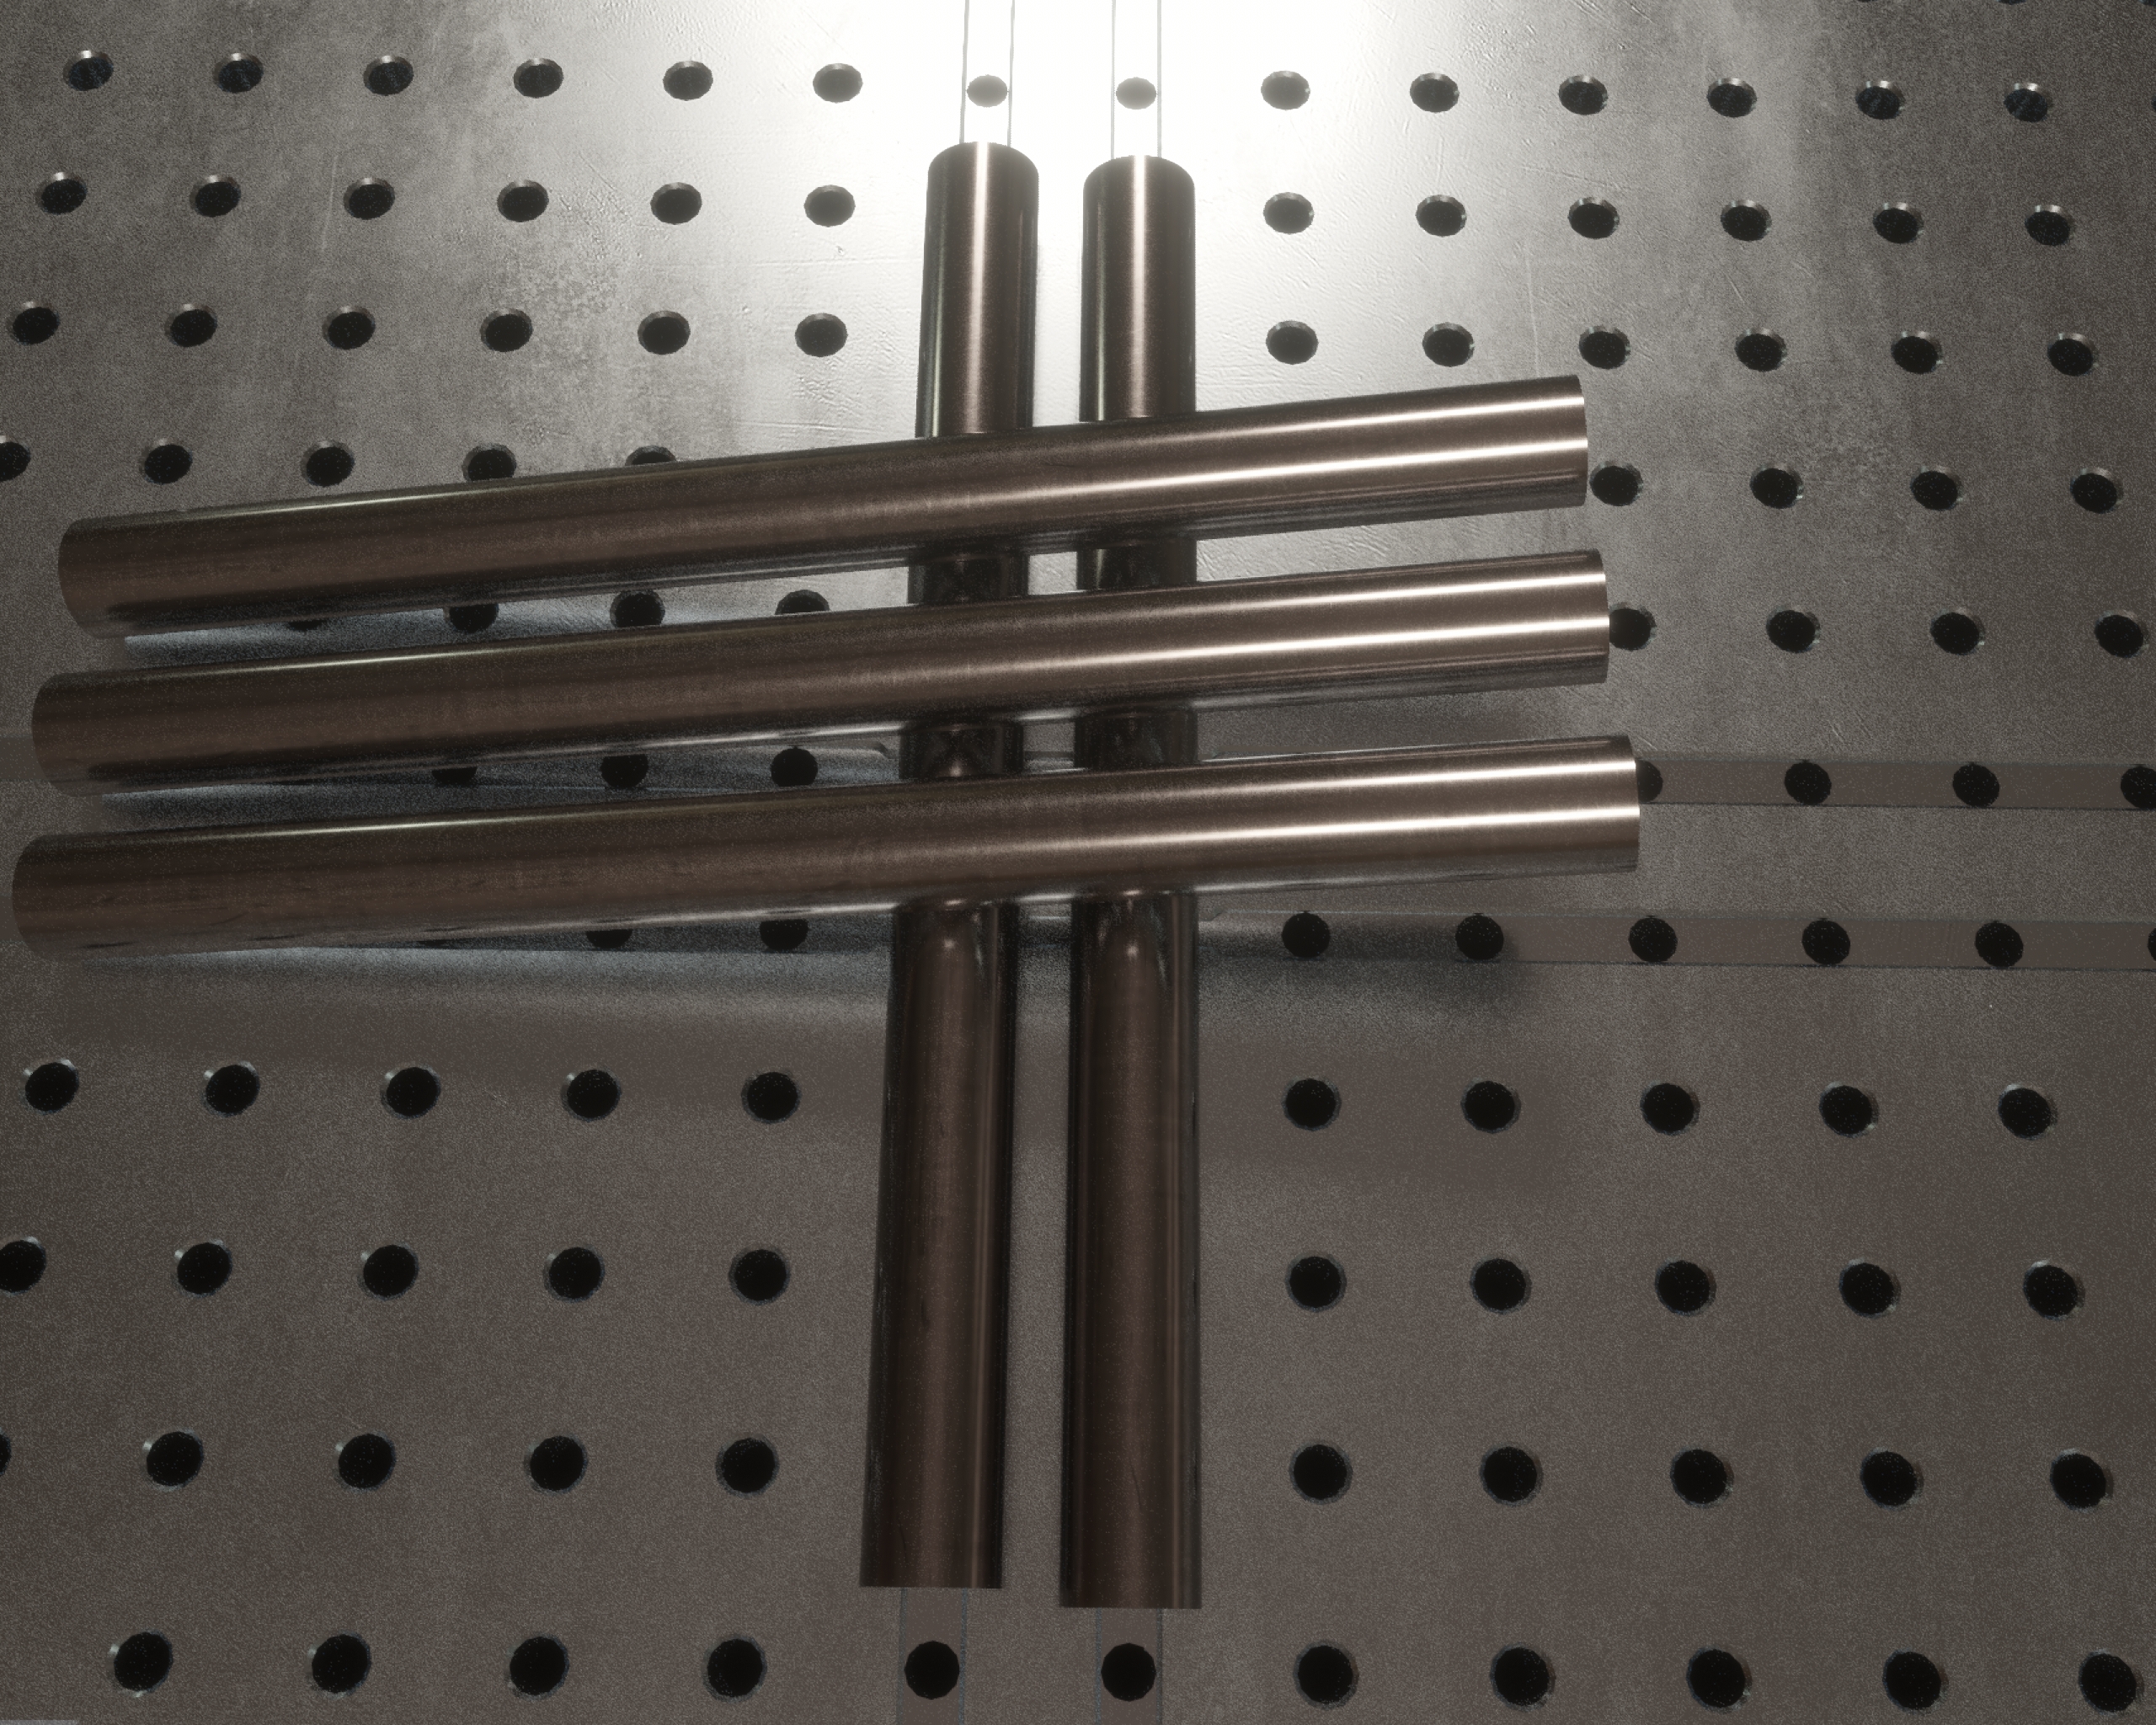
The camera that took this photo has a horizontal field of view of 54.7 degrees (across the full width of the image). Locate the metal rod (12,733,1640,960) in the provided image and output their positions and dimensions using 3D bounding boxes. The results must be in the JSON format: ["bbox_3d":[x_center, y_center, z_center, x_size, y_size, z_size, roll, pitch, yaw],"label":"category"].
[{"bbox_3d":[-0.051,-0.002,0.389,0.302,0.025,0.025,-3,70,7],"label":"metal rod"}]

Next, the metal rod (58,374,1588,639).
[{"bbox_3d":[-0.054,-0.070,0.415,0.302,0.025,0.025,-4,70,6],"label":"metal rod"}]

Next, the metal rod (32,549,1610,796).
[{"bbox_3d":[-0.053,-0.036,0.402,0.302,0.025,0.025,-4,70,7],"label":"metal rod"}]

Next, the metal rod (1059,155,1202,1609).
[{"bbox_3d":[0.011,-0.010,0.416,0.025,0.025,0.299,1,70,0],"label":"metal rod"}]

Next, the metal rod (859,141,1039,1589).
[{"bbox_3d":[-0.023,-0.013,0.416,0.025,0.025,0.299,1,70,0],"label":"metal rod"}]
